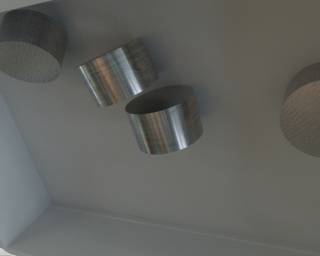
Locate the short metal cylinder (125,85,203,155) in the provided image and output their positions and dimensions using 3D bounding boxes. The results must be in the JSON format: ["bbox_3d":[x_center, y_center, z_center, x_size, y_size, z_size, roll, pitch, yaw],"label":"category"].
[{"bbox_3d":[0.006,-0.012,0.362,0.080,0.080,0.050,-3,117,29],"label":"short metal cylinder"}]

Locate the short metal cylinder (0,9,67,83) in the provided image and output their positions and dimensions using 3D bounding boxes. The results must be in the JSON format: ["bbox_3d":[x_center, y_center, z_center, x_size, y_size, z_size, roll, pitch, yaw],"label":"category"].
[{"bbox_3d":[-0.162,-0.100,0.389,0.081,0.050,0.080,1,153,1],"label":"short metal cylinder"}]

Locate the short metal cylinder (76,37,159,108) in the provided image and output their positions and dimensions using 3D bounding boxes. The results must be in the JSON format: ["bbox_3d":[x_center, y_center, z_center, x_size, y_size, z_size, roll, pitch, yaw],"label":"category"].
[{"bbox_3d":[-0.048,-0.064,0.357,0.080,0.080,0.050,-14,112,33],"label":"short metal cylinder"}]

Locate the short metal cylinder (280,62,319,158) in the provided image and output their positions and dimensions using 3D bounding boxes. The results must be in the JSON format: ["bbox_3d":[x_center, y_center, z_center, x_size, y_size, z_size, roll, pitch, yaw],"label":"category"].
[{"bbox_3d":[0.160,-0.018,0.297,0.080,0.050,0.079,13,124,20],"label":"short metal cylinder"}]
